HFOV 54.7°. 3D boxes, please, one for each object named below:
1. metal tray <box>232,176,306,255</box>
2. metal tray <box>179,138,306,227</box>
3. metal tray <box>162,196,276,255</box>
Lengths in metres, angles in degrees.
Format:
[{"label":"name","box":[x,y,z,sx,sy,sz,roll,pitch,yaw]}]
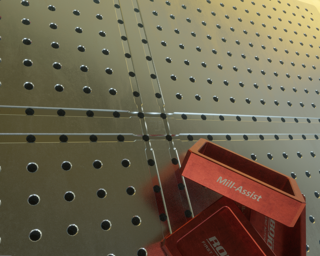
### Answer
[{"label":"metal tray","box":[0.145,0.131,0.405,0.090,0.030,0.130,28,52,-11]},{"label":"metal tray","box":[0.095,0.058,0.366,0.130,0.030,0.090,24,13,12]},{"label":"metal tray","box":[0.075,0.150,0.327,0.091,0.030,0.130,-31,72,-18]}]
